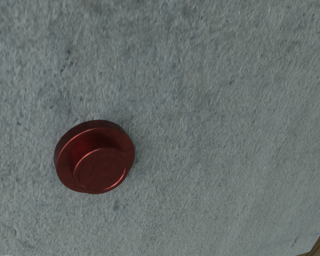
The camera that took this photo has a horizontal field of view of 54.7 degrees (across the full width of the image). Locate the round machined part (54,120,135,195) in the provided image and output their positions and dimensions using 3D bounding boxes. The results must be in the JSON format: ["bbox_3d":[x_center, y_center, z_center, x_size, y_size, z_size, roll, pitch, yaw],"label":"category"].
[{"bbox_3d":[-0.076,0.042,0.382,0.099,0.042,0.097,-14,125,-21],"label":"round machined part"}]
